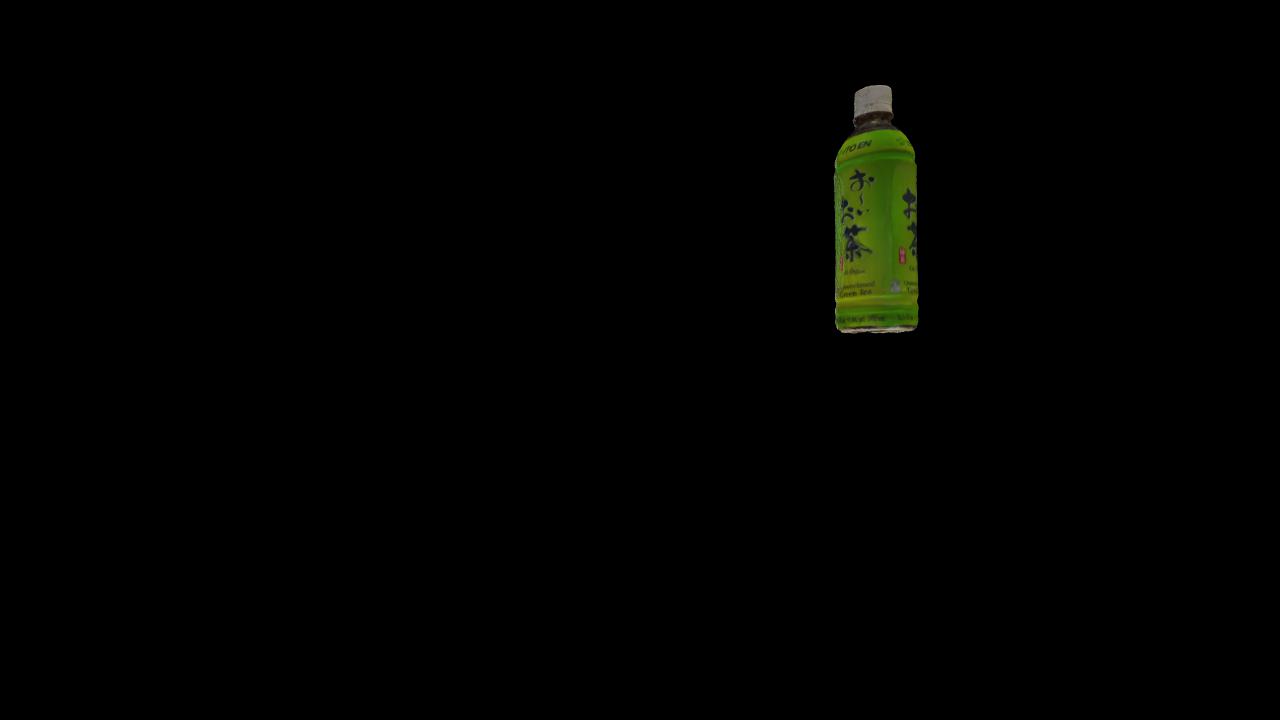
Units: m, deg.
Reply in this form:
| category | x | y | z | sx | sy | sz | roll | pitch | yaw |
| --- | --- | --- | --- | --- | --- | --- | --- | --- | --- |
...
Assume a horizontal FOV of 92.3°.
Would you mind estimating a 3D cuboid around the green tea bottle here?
| category | x | y | z | sx | sy | sz | roll | pitch | yaw |
| --- | --- | --- | --- | --- | --- | --- | --- | --- | --- |
| green tea bottle | 0.205 | -0.130 | 0.540 | 0.073 | 0.212 | 0.073 | -2 | -1 | 0 |
